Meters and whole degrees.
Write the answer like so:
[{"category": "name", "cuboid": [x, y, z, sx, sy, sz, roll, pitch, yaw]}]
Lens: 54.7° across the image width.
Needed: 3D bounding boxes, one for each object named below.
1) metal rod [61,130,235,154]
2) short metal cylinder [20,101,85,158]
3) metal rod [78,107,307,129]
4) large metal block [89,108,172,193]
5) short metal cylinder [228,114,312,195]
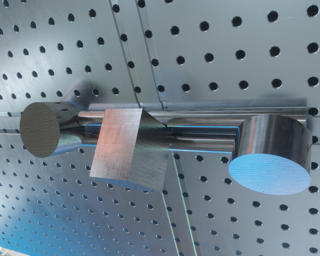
[{"category": "metal rod", "cuboid": [-0.039, 0.017, 0.441, 0.300, 0.025, 0.025, 1, 119, 27]}, {"category": "short metal cylinder", "cuboid": [-0.160, 0.001, 0.461, 0.080, 0.050, 0.079, 3, 97, 27]}, {"category": "metal rod", "cuboid": [0.019, -0.012, 0.393, 0.300, 0.025, 0.025, 1, 119, 27]}, {"category": "large metal block", "cuboid": [-0.030, 0.029, 0.371, 0.050, 0.080, 0.080, 1, 161, 28]}, {"category": "short metal cylinder", "cuboid": [0.119, 0.030, 0.334, 0.080, 0.050, 0.080, 15, 146, 10]}]
